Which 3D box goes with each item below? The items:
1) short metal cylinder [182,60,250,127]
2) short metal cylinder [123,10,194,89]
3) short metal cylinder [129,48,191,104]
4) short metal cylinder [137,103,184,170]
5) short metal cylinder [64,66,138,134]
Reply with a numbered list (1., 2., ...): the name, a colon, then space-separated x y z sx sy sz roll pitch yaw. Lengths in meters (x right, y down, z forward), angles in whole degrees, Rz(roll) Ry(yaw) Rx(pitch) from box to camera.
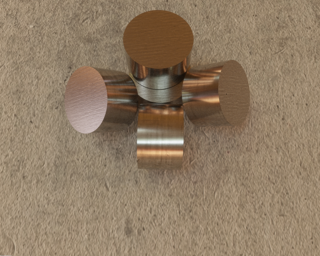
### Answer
1. short metal cylinder: 0.072 -0.042 0.390 0.050 0.080 0.080 -2 64 41
2. short metal cylinder: -0.002 -0.094 0.377 0.081 0.050 0.080 0 70 0
3. short metal cylinder: 0.000 -0.060 0.418 0.081 0.050 0.080 0 70 0
4. short metal cylinder: 0.001 0.010 0.375 0.050 0.080 0.080 2 70 0
5. short metal cylinder: -0.074 -0.034 0.386 0.080 0.050 0.079 2 93 38
